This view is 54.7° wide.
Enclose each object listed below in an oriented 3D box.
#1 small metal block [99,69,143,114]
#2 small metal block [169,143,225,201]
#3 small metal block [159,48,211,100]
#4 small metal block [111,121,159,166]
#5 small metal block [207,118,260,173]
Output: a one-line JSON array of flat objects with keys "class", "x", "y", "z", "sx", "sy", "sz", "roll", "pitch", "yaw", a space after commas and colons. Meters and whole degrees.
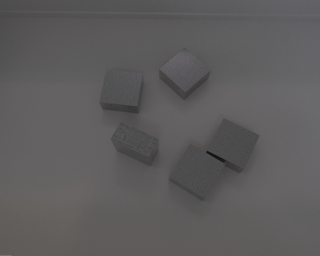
[{"class": "small metal block", "x": -0.052, "y": -0.050, "z": 0.428, "sx": 0.050, "sy": 0.025, "sz": 0.050, "roll": 7, "pitch": 70, "yaw": 2}, {"class": "small metal block", "x": 0.046, "y": 0.056, "z": 0.389, "sx": 0.050, "sy": 0.025, "sz": 0.050, "roll": 31, "pitch": 73, "yaw": 10}, {"class": "small metal block", "x": 0.035, "y": -0.076, "z": 0.438, "sx": 0.050, "sy": 0.025, "sz": 0.050, "roll": -42, "pitch": 76, "yaw": -14}, {"class": "small metal block", "x": -0.030, "y": 0.021, "z": 0.388, "sx": 0.050, "sy": 0.050, "sz": 0.025, "roll": 25, "pitch": 72, "yaw": 8}, {"class": "small metal block", "x": 0.093, "y": 0.023, "z": 0.402, "sx": 0.050, "sy": 0.025, "sz": 0.050, "roll": 27, "pitch": 72, "yaw": 9}]
